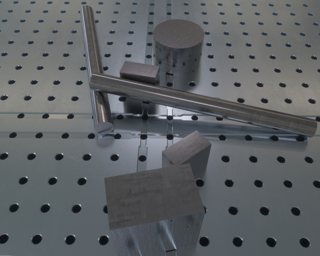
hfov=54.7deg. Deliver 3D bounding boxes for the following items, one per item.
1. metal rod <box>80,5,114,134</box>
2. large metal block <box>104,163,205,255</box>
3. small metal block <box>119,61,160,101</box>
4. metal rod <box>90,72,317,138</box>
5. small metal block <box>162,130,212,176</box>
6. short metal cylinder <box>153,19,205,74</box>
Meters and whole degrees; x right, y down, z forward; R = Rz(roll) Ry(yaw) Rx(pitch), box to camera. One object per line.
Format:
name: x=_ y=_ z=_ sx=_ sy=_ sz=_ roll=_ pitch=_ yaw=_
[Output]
metal rod: x=-0.107 y=-0.112 z=0.500 sx=0.025 sy=0.025 sz=0.300 roll=-10 pitch=51 yaw=-8
large metal block: x=-0.006 y=0.083 z=0.302 sx=0.081 sy=0.080 sz=0.050 roll=-9 pitch=51 yaw=-8
small metal block: x=-0.028 y=-0.066 z=0.446 sx=0.050 sy=0.050 sz=0.025 roll=11 pitch=51 yaw=9
metal rod: x=0.055 y=-0.032 z=0.417 sx=0.302 sy=0.025 sz=0.025 roll=13 pitch=51 yaw=3
small metal block: x=0.030 y=0.037 z=0.360 sx=0.050 sy=0.050 sz=0.025 roll=-30 pitch=56 yaw=-23
short metal cylinder: x=0.029 y=-0.133 z=0.503 sx=0.081 sy=0.050 sz=0.080 roll=0 pitch=50 yaw=0
